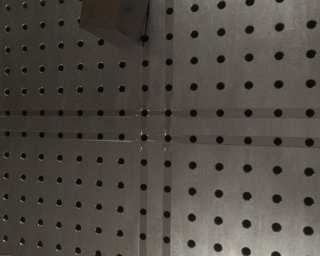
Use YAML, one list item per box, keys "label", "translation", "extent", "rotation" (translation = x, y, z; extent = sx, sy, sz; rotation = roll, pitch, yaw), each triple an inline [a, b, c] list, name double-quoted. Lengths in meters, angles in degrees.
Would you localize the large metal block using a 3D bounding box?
- label: "large metal block"
  translation: [-0.055, -0.157, 0.402]
  extent: [0.050, 0.080, 0.079]
  rotation: [9, 93, 19]
